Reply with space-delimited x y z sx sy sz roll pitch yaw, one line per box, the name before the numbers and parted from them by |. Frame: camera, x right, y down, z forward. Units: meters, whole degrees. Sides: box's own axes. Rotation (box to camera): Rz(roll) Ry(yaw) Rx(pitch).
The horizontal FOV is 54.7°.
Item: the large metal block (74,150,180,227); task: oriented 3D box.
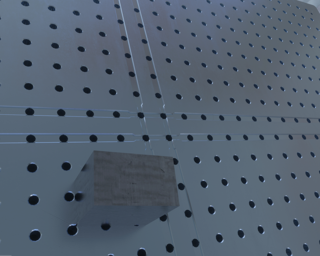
large metal block | -0.038 0.065 0.314 0.081 0.080 0.050 7 59 -25
